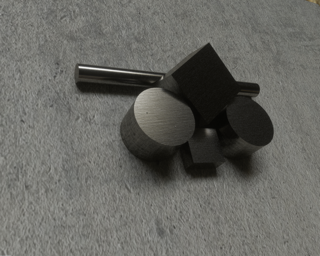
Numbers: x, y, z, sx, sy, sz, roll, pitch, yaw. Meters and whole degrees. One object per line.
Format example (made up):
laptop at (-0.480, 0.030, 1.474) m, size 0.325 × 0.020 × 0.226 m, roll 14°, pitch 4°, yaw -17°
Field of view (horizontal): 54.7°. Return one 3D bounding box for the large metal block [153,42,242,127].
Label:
large metal block at (0.052, -0.057, 0.429) m, size 0.080 × 0.050 × 0.080 m, roll -44°, pitch 103°, yaw -26°

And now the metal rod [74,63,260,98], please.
metal rod at (0.029, -0.067, 0.461) m, size 0.303 × 0.025 × 0.025 m, roll 1°, pitch 62°, yaw -28°

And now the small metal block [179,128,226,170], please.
small metal block at (0.054, 0.028, 0.418) m, size 0.050 × 0.025 × 0.050 m, roll 2°, pitch 61°, yaw -27°

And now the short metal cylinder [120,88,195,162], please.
short metal cylinder at (-0.004, -0.003, 0.388) m, size 0.081 × 0.050 × 0.080 m, roll 14°, pitch 56°, yaw -21°

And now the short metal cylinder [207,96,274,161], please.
short metal cylinder at (0.116, 0.001, 0.451) m, size 0.081 × 0.050 × 0.080 m, roll 14°, pitch 56°, yaw -21°
